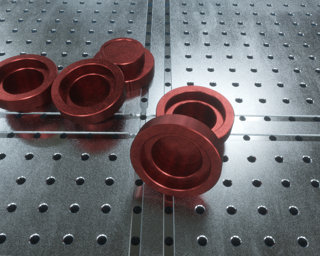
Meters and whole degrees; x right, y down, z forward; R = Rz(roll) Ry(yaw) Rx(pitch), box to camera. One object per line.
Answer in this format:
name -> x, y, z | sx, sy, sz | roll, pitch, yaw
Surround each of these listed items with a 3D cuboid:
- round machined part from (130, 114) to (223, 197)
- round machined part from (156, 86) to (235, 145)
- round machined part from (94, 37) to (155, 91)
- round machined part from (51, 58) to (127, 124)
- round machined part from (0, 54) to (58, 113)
round machined part -> 0.020, 0.026, 0.342 | 0.098, 0.097, 0.042 | 12, 35, 9
round machined part -> 0.044, -0.007, 0.403 | 0.099, 0.042, 0.098 | 0, 50, 0
round machined part -> -0.058, -0.105, 0.484 | 0.099, 0.042, 0.098 | 0, 50, 0
round machined part -> -0.094, -0.046, 0.427 | 0.099, 0.042, 0.098 | -2, 59, 4
round machined part -> -0.192, -0.059, 0.444 | 0.099, 0.042, 0.098 | 0, 50, 0
